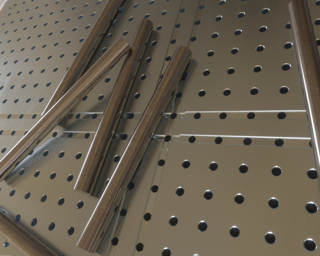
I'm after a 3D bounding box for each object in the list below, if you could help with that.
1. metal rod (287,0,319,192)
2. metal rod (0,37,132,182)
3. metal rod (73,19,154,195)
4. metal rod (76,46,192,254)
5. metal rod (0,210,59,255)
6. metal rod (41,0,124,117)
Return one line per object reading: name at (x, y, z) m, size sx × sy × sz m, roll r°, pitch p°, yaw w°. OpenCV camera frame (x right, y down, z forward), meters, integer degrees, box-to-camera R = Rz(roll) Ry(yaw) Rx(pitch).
metal rod at (0.170, -0.032, 0.338) m, size 0.025 × 0.025 × 0.300 m, roll -9°, pitch 58°, yaw 24°
metal rod at (-0.159, -0.028, 0.494) m, size 0.300 × 0.025 × 0.025 m, roll -45°, pitch 51°, yaw 3°
metal rod at (-0.063, -0.046, 0.470) m, size 0.025 × 0.025 × 0.300 m, roll 3°, pitch 63°, yaw 29°
metal rod at (-0.026, 0.015, 0.413) m, size 0.025 × 0.025 × 0.300 m, roll 14°, pitch 68°, yaw 34°
metal rod at (-0.155, 0.159, 0.392) m, size 0.300 × 0.025 × 0.025 m, roll 17°, pitch 71°, yaw 34°
metal rod at (-0.132, -0.144, 0.567) m, size 0.025 × 0.025 × 0.300 m, roll 10°, pitch 66°, yaw 32°
